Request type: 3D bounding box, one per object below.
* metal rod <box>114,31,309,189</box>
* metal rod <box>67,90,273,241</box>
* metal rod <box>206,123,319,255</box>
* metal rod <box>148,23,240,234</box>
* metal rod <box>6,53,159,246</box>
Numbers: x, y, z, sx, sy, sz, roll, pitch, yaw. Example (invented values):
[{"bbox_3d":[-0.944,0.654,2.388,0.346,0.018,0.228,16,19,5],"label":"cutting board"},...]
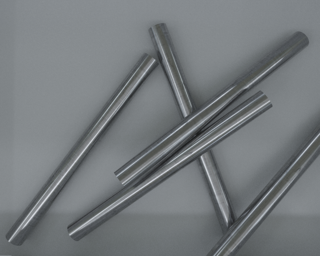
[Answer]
[{"bbox_3d":[0.071,-0.028,0.391,0.301,0.025,0.025,-37,90,-9],"label":"metal rod"},{"bbox_3d":[0.007,0.052,0.392,0.300,0.025,0.025,-36,91,7],"label":"metal rod"},{"bbox_3d":[0.165,0.061,0.398,0.025,0.025,0.300,43,83,0],"label":"metal rod"},{"bbox_3d":[0.048,0.006,0.412,0.025,0.025,0.299,-20,90,0],"label":"metal rod"},{"bbox_3d":[-0.102,0.027,0.410,0.025,0.025,0.299,37,90,-1],"label":"metal rod"}]
